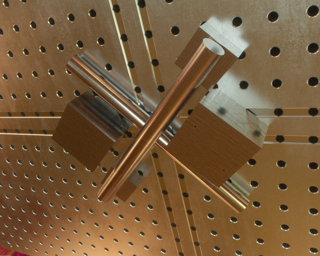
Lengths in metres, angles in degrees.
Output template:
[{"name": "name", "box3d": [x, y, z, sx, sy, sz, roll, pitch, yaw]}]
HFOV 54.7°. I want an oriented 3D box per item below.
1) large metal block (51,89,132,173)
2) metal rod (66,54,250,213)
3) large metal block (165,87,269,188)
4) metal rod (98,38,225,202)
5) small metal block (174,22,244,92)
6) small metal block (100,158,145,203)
[{"name": "large metal block", "box3d": [-0.099, 0.005, 0.451, 0.080, 0.050, 0.080, 40, 129, 1]}, {"name": "metal rod", "box3d": [-0.003, 0.008, 0.416, 0.300, 0.025, 0.025, 40, 129, 0]}, {"name": "large metal block", "box3d": [0.066, 0.011, 0.367, 0.080, 0.050, 0.080, 37, 129, 3]}, {"name": "metal rod", "box3d": [-0.017, 0.013, 0.395, 0.025, 0.025, 0.298, 39, 129, 2]}, {"name": "small metal block", "box3d": [0.052, -0.077, 0.337, 0.050, 0.025, 0.050, 39, 129, 1]}, {"name": "small metal block", "box3d": [-0.060, 0.084, 0.495, 0.050, 0.025, 0.050, 38, 129, 2]}]
